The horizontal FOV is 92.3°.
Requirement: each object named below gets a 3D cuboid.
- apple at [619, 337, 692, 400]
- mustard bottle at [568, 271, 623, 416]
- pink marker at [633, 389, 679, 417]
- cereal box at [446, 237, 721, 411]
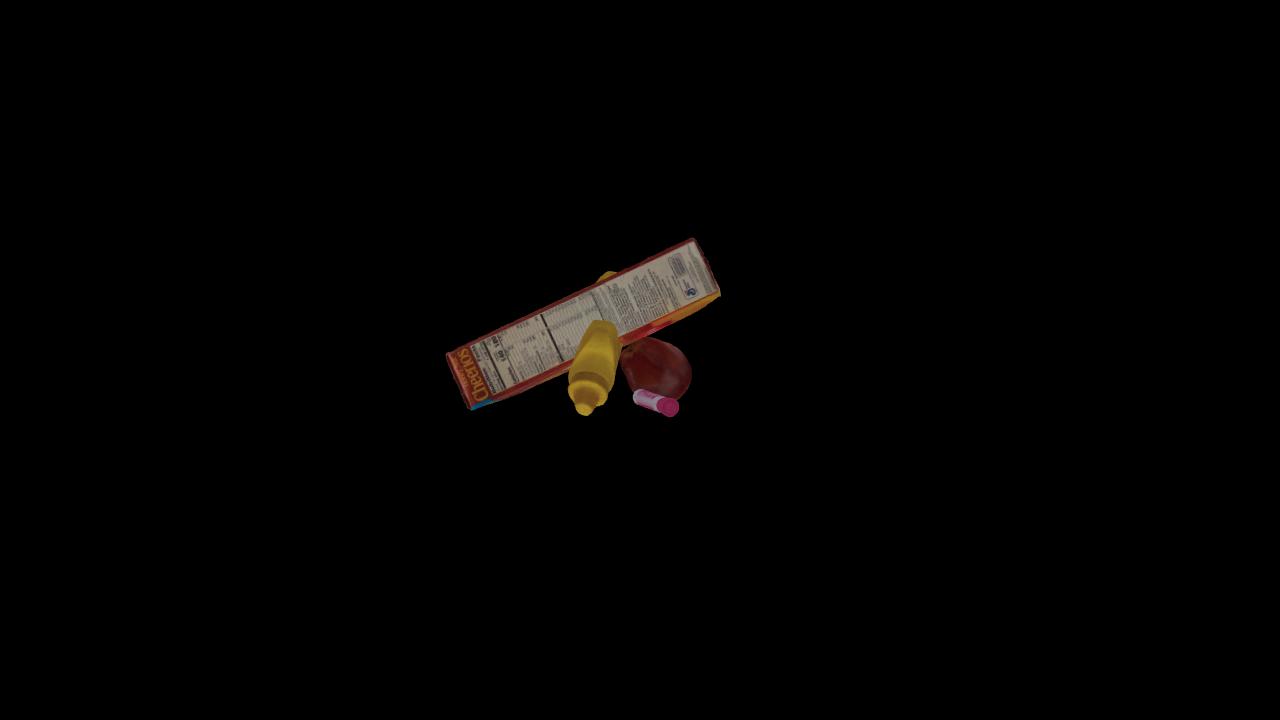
[{"bbox_3d":[0.019,0.015,0.755,0.093,0.079,0.079,43,-24,-29],"label":"apple"},{"bbox_3d":[-0.045,-0.012,0.687,0.054,0.184,0.092,19,-46,-8],"label":"mustard bottle"},{"bbox_3d":[0.016,0.045,0.653,0.020,0.020,0.121,0,2,-15],"label":"pink marker"},{"bbox_3d":[-0.061,-0.041,0.759,0.306,0.081,0.203,-25,2,2],"label":"cereal box"}]
